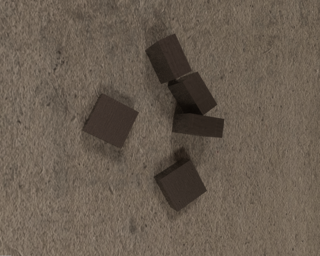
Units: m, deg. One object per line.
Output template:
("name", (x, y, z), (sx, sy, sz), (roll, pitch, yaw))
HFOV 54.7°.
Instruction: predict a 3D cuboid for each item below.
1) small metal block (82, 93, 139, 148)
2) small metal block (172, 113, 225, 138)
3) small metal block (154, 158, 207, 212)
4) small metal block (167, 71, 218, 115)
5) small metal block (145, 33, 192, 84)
("small metal block", (-0.062, -0.008, 0.387), (0.050, 0.025, 0.050), (28, 81, -18))
("small metal block", (0.050, -0.003, 0.415), (0.050, 0.050, 0.025), (8, 88, -20))
("small metal block", (0.028, 0.076, 0.421), (0.050, 0.025, 0.050), (-31, 101, -18))
("small metal block", (0.042, -0.044, 0.412), (0.025, 0.050, 0.050), (-37, 102, -16))
("small metal block", (0.010, -0.088, 0.400), (0.025, 0.050, 0.050), (-29, 100, -18))
